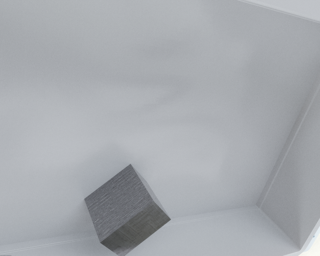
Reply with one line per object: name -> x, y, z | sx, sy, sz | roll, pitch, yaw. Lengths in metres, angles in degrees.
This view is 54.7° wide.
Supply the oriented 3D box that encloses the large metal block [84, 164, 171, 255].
large metal block -> -0.045, 0.109, 0.417 | 0.080, 0.080, 0.050 | -37, 130, -4
